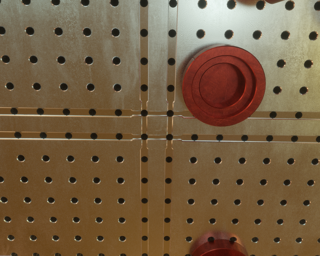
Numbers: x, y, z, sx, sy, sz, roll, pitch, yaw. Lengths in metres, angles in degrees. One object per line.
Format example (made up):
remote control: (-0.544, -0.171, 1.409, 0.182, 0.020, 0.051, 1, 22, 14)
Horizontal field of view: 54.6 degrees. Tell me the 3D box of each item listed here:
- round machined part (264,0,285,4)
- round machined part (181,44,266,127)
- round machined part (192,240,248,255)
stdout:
round machined part: (0.106, -0.178, 0.320, 0.042, 0.099, 0.098, -5, 115, 40)
round machined part: (0.076, -0.054, 0.385, 0.099, 0.042, 0.097, 0, 110, 0)
round machined part: (0.098, 0.230, 0.490, 0.099, 0.042, 0.097, 0, 110, 0)
